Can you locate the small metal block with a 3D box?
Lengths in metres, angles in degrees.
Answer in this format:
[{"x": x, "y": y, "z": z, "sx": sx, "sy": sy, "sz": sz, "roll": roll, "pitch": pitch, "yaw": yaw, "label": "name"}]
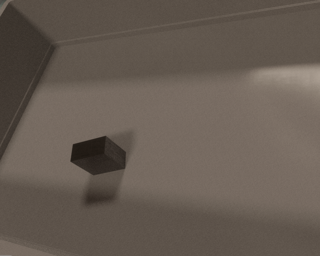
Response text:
[{"x": -0.080, "y": 0.038, "z": 0.407, "sx": 0.050, "sy": 0.050, "sz": 0.025, "roll": -14, "pitch": 56, "yaw": 20, "label": "small metal block"}]
